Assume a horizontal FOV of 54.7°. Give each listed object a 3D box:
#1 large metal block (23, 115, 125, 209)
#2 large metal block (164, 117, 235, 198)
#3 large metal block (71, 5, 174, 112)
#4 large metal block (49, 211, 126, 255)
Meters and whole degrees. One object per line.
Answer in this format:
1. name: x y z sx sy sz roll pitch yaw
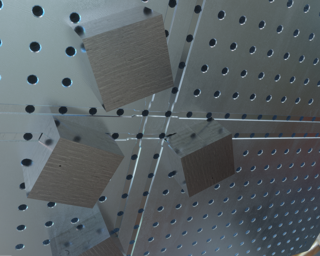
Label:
1. large metal block: -0.103 0.042 0.366 0.080 0.050 0.080 22 106 -37
2. large metal block: 0.060 0.043 0.456 0.081 0.050 0.080 -24 128 -14
3. large metal block: -0.037 -0.075 0.329 0.081 0.050 0.080 -23 127 -15
4. large metal block: -0.102 0.183 0.454 0.080 0.050 0.080 -28 128 -11
